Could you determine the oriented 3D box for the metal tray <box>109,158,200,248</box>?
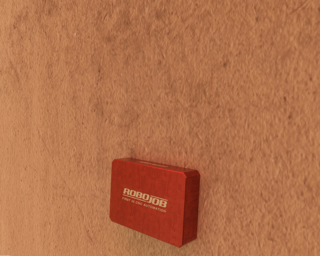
[{"bbox_3d":[-0.012,0.093,0.412,0.130,0.030,0.090,5,93,40],"label":"metal tray"}]
